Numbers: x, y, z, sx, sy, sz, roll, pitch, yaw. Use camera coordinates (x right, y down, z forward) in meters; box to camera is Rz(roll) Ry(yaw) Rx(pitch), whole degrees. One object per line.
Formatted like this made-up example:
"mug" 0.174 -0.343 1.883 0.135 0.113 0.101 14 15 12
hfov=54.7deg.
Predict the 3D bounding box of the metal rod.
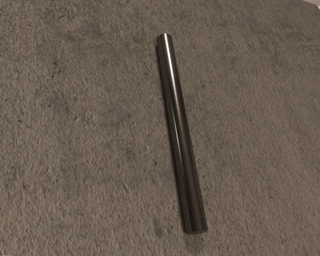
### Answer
"metal rod" 0.025 -0.011 0.425 0.025 0.025 0.299 7 59 -25
